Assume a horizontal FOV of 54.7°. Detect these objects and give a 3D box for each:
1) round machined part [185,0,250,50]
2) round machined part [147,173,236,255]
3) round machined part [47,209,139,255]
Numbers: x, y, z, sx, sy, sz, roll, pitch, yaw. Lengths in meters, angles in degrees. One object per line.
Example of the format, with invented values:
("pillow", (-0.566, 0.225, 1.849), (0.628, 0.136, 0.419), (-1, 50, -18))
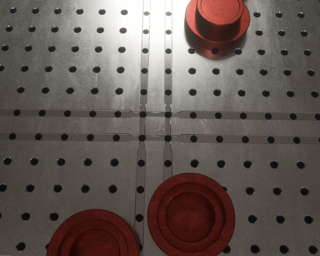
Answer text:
("round machined part", (0.087, -0.170, 0.466), (0.099, 0.042, 0.098), (0, 70, -1))
("round machined part", (0.035, 0.105, 0.365), (0.099, 0.042, 0.098), (0, 70, -1))
("round machined part", (-0.072, 0.143, 0.349), (0.099, 0.042, 0.098), (0, 70, -1))
